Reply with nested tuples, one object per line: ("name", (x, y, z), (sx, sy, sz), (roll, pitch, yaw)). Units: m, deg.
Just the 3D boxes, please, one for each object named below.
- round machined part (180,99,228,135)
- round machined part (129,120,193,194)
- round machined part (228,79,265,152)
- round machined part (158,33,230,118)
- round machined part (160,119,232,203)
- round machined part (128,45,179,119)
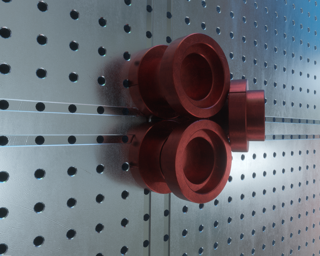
("round machined part", (0.080, -0.017, 0.464), (0.099, 0.042, 0.097), (0, 90, -40))
("round machined part", (0.011, 0.038, 0.407), (0.099, 0.042, 0.097), (0, 90, -40))
("round machined part", (0.118, -0.016, 0.413), (0.098, 0.042, 0.097), (-1, 90, -72))
("round machined part", (0.037, -0.060, 0.372), (0.099, 0.042, 0.097), (0, 90, -40))
("round machined part", (0.040, 0.038, 0.375), (0.099, 0.042, 0.097), (0, 90, -40))
("round machined part", (0.010, -0.060, 0.407), (0.099, 0.042, 0.097), (0, 90, -40))
